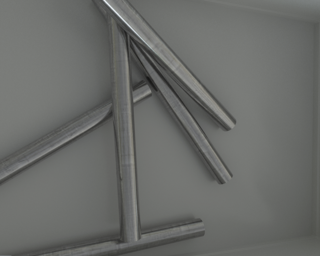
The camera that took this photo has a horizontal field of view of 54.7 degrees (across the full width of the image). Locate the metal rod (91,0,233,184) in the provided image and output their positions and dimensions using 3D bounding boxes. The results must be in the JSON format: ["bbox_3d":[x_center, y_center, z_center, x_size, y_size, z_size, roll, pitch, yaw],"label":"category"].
[{"bbox_3d":[0.010,-0.046,0.415,0.025,0.025,0.299,-39,103,-16],"label":"metal rod"}]

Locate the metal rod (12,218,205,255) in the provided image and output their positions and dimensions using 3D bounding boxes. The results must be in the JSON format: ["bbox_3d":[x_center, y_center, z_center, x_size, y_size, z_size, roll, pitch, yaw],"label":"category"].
[{"bbox_3d":[-0.085,0.150,0.380,0.303,0.025,0.025,-5,92,-20],"label":"metal rod"}]

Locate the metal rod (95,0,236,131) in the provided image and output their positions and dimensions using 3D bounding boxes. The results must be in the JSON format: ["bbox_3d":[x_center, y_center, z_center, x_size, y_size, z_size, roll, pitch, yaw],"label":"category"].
[{"bbox_3d":[0.002,-0.090,0.373,0.300,0.025,0.025,41,77,-31],"label":"metal rod"}]

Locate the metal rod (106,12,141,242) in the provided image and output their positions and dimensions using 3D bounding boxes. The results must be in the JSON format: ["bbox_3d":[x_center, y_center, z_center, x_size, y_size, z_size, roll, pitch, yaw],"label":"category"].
[{"bbox_3d":[-0.043,-0.017,0.367,0.025,0.025,0.298,-4,92,-20],"label":"metal rod"}]

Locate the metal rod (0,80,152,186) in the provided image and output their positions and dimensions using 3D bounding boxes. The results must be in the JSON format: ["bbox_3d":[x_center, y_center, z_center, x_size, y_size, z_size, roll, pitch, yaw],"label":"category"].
[{"bbox_3d":[-0.139,0.026,0.359,0.302,0.025,0.025,-32,101,-17],"label":"metal rod"}]
